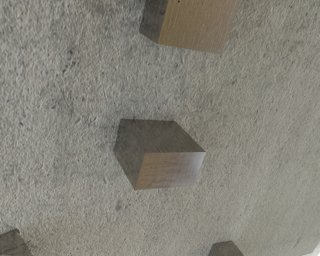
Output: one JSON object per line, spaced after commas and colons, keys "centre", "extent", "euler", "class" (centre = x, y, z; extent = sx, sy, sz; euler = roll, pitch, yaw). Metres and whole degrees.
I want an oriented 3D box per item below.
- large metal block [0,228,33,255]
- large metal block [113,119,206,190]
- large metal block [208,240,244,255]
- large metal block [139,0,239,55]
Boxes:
{"centre": [-0.207, 0.187, 0.393], "extent": [0.081, 0.050, 0.080], "euler": [-20, 126, -17], "class": "large metal block"}
{"centre": [-0.004, 0.030, 0.388], "extent": [0.081, 0.080, 0.050], "euler": [2, 118, -29], "class": "large metal block"}
{"centre": [0.135, 0.289, 0.624], "extent": [0.050, 0.080, 0.079], "euler": [4, 116, -31], "class": "large metal block"}
{"centre": [0.032, -0.129, 0.328], "extent": [0.081, 0.050, 0.079], "euler": [1, 118, -29], "class": "large metal block"}
